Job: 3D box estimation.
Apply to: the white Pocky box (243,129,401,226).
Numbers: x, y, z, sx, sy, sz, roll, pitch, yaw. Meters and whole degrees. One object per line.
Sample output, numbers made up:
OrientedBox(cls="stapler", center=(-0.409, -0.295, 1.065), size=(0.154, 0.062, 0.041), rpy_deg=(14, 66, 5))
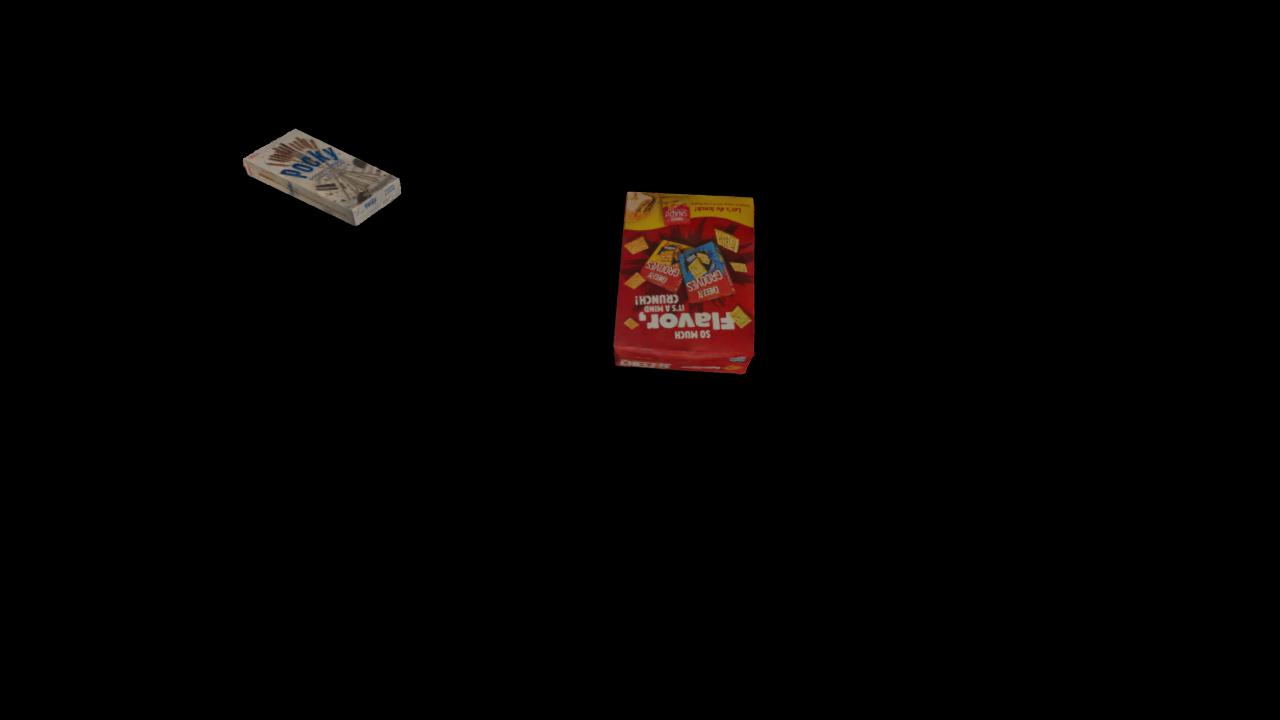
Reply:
OrientedBox(cls="white Pocky box", center=(-0.373, -0.217, 0.728), size=(0.154, 0.084, 0.028), rpy_deg=(26, -39, 7))

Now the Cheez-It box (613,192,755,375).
OrientedBox(cls="Cheez-It box", center=(0.057, -0.099, 0.768), size=(0.166, 0.223, 0.071), rpy_deg=(3, -22, 1))
